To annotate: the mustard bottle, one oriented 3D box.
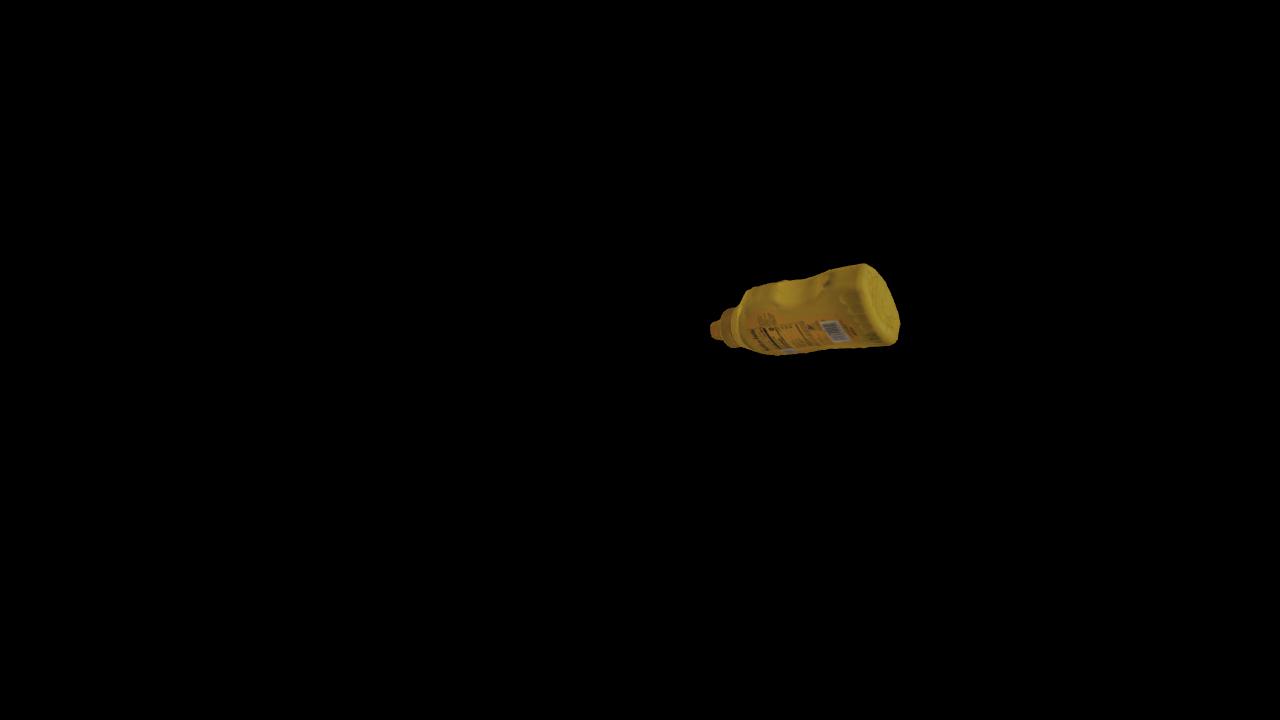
[{"bbox_3d":[0.146,-0.040,0.600,0.184,0.054,0.092,-8,-33,42],"label":"mustard bottle"}]
